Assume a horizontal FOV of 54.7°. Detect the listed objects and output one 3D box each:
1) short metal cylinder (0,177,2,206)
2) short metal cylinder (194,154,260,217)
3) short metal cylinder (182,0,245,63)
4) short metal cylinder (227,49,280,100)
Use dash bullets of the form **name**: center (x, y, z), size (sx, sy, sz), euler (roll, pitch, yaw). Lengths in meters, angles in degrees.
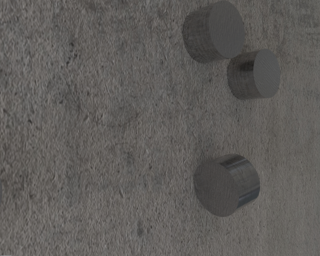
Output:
- **short metal cylinder**: center (-0.174, 0.051, 0.243), size (0.081, 0.050, 0.080), euler (0, 90, -40)
- **short metal cylinder**: center (0.096, 0.081, 0.449), size (0.050, 0.080, 0.079), euler (-13, 98, -39)
- **short metal cylinder**: center (0.079, -0.139, 0.454), size (0.081, 0.050, 0.080), euler (0, 90, -40)
- **short metal cylinder**: center (0.158, -0.088, 0.521), size (0.081, 0.050, 0.080), euler (0, 90, -40)
